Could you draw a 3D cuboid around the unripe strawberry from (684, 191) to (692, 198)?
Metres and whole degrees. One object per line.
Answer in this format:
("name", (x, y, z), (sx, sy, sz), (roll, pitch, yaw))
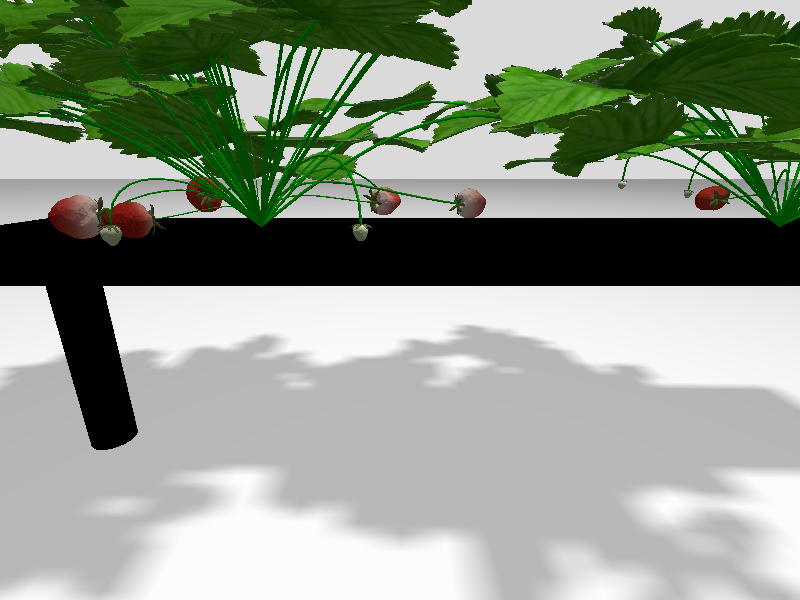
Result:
("unripe strawberry", (0.369, -0.136, 0.513), (0.009, 0.010, 0.010), (4, 19, 12))

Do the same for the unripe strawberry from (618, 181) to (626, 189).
("unripe strawberry", (0.323, -0.167, 0.582), (0.011, 0.011, 0.010), (0, 18, -1))

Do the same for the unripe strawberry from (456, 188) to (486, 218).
("unripe strawberry", (0.074, -0.099, 0.411), (0.030, 0.030, 0.028), (-6, 19, -19))

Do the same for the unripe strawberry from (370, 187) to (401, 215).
("unripe strawberry", (-0.014, -0.104, 0.420), (0.029, 0.029, 0.032), (-13, 22, -36))

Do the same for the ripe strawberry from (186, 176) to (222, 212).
("ripe strawberry", (-0.230, -0.124, 0.469), (0.039, 0.041, 0.042), (-14, 22, -37))

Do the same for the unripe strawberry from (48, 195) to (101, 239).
("unripe strawberry", (-0.227, -0.058, 0.280), (0.028, 0.030, 0.026), (-12, 21, -30))

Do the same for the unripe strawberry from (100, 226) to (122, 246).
("unripe strawberry", (-0.174, -0.038, 0.242), (0.011, 0.011, 0.011), (9, 20, 25))

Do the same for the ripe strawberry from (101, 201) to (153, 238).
("ripe strawberry", (-0.189, -0.055, 0.278), (0.029, 0.025, 0.029), (-18, 25, -42))

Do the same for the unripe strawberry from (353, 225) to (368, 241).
("unripe strawberry", (-0.023, -0.039, 0.233), (0.009, 0.010, 0.010), (-15, 23, -38))

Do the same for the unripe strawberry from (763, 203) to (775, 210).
("unripe strawberry", (0.453, -0.116, 0.492), (0.011, 0.010, 0.010), (14, 23, 36))

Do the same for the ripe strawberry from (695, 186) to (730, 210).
("ripe strawberry", (0.361, -0.118, 0.465), (0.032, 0.027, 0.032), (4, 18, 13))
